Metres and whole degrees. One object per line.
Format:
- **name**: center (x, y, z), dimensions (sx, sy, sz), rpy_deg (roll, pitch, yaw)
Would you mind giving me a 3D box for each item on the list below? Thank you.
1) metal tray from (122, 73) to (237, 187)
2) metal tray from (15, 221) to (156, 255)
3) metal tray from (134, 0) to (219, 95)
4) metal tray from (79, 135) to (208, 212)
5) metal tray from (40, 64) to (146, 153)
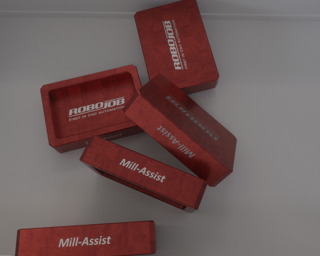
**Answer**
- **metal tray**: center (0.029, -0.002, 0.361), dimensions (0.130, 0.090, 0.030), rpy_deg (40, 118, -2)
- **metal tray**: center (-0.070, 0.120, 0.330), dimensions (0.131, 0.090, 0.030), rpy_deg (-3, 70, -1)
- **metal tray**: center (0.022, -0.110, 0.436), dimensions (0.090, 0.030, 0.129), rpy_deg (-14, 76, 2)
- **metal tray**: center (-0.017, 0.056, 0.353), dimensions (0.130, 0.090, 0.030), rpy_deg (22, 74, 7)
- **metal tray**: center (-0.085, -0.027, 0.415), dimensions (0.131, 0.030, 0.090), rpy_deg (-14, 71, -6)
